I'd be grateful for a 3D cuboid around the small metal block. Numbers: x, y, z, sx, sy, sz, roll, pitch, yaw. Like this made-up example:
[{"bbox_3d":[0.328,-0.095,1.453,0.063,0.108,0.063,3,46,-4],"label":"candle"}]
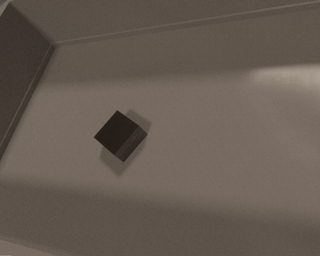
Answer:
[{"bbox_3d":[-0.054,0.011,0.426,0.050,0.025,0.050,34,80,38],"label":"small metal block"}]
